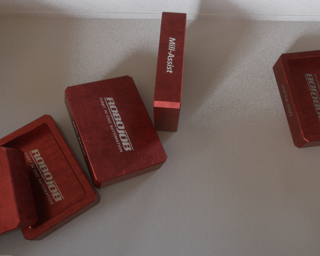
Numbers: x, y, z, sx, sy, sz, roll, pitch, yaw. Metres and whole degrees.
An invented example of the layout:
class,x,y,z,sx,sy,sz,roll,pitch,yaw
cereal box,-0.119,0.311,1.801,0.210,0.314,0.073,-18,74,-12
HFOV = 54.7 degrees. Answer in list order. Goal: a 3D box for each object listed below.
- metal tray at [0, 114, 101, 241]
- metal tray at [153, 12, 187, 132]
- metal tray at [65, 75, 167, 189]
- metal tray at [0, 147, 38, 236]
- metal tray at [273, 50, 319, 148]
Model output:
class,x,y,z,sx,sy,sz,roll,pitch,yaw
metal tray,-0.145,0.059,0.384,0.090,0.030,0.130,-31,73,-11
metal tray,0.013,-0.070,0.400,0.030,0.090,0.130,4,70,2
metal tray,-0.058,0.001,0.393,0.091,0.030,0.130,-16,70,-24
metal tray,-0.211,0.085,0.351,0.130,0.030,0.090,-21,76,10
metal tray,0.217,-0.043,0.423,0.091,0.030,0.130,-6,70,-3
